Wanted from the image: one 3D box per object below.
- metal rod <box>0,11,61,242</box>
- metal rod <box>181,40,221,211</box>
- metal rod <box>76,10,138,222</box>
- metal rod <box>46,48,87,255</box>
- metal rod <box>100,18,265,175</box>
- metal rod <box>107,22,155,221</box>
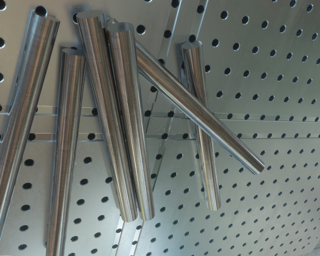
[{"bbox_3d":[-0.161,0.025,0.338,0.025,0.025,0.298,10,113,-33],"label":"metal rod"},{"bbox_3d":[0.066,0.018,0.457,0.025,0.025,0.299,-24,127,-14],"label":"metal rod"},{"bbox_3d":[-0.055,0.013,0.377,0.025,0.025,0.298,-19,129,-18],"label":"metal rod"},{"bbox_3d":[-0.118,0.054,0.379,0.025,0.025,0.298,-1,119,-28],"label":"metal rod"},{"bbox_3d":[0.046,-0.022,0.393,0.301,0.025,0.025,39,96,-30],"label":"metal rod"},{"bbox_3d":[-0.029,0.019,0.387,0.025,0.025,0.298,-19,132,-17],"label":"metal rod"}]
